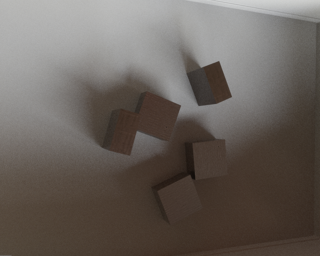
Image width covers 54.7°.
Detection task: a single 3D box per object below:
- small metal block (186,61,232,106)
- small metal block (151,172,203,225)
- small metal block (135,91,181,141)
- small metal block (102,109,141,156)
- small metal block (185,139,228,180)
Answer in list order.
[{"bbox_3d":[0.066,-0.059,0.421,0.025,0.050,0.050,-24,98,-18],"label":"small metal block"},{"bbox_3d":[0.023,0.094,0.419,0.050,0.025,0.050,-23,98,-19],"label":"small metal block"},{"bbox_3d":[-0.007,-0.015,0.408,0.050,0.025,0.050,21,83,-19],"label":"small metal block"},{"bbox_3d":[-0.048,0.005,0.379,0.025,0.050,0.050,16,85,-19],"label":"small metal block"},{"bbox_3d":[0.065,0.043,0.434,0.050,0.025,0.050,-5,92,-20],"label":"small metal block"}]
